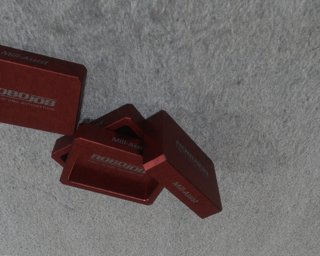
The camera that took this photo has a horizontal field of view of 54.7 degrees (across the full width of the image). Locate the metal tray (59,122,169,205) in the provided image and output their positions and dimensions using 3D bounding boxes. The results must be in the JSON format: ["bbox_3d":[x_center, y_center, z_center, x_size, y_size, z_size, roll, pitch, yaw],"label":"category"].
[{"bbox_3d":[-0.054,0.051,0.406,0.131,0.030,0.089,18,128,-16],"label":"metal tray"}]

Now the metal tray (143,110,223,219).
[{"bbox_3d":[0.031,0.049,0.406,0.030,0.090,0.130,-30,124,22],"label":"metal tray"}]

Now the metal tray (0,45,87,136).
[{"bbox_3d":[-0.159,-0.044,0.364,0.131,0.030,0.089,12,129,-11],"label":"metal tray"}]

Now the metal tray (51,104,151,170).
[{"bbox_3d":[-0.070,0.031,0.428,0.130,0.030,0.090,-25,126,19],"label":"metal tray"}]
